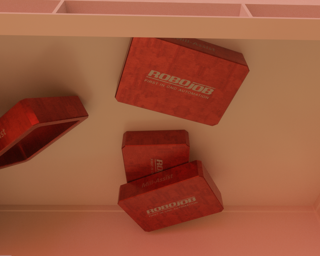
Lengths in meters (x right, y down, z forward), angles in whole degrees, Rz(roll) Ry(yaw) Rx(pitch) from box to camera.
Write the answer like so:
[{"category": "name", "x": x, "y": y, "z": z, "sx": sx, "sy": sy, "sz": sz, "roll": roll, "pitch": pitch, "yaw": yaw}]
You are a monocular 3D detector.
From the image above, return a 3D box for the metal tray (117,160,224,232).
[{"category": "metal tray", "x": 0.016, "y": 0.103, "z": 0.454, "sx": 0.130, "sy": 0.030, "sz": 0.090, "roll": -21, "pitch": 128, "yaw": 16}]

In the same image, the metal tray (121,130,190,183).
[{"category": "metal tray", "x": -0.004, "y": 0.062, "z": 0.459, "sx": 0.091, "sy": 0.030, "sz": 0.129, "roll": -2, "pitch": 130, "yaw": 1}]

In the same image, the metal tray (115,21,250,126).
[{"category": "metal tray", "x": 0.023, "y": -0.058, "z": 0.357, "sx": 0.131, "sy": 0.030, "sz": 0.089, "roll": 14, "pitch": 129, "yaw": -12}]

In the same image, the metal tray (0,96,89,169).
[{"category": "metal tray", "x": -0.161, "y": 0.009, "z": 0.372, "sx": 0.130, "sy": 0.090, "sz": 0.030, "roll": -32, "pitch": 84, "yaw": 24}]
